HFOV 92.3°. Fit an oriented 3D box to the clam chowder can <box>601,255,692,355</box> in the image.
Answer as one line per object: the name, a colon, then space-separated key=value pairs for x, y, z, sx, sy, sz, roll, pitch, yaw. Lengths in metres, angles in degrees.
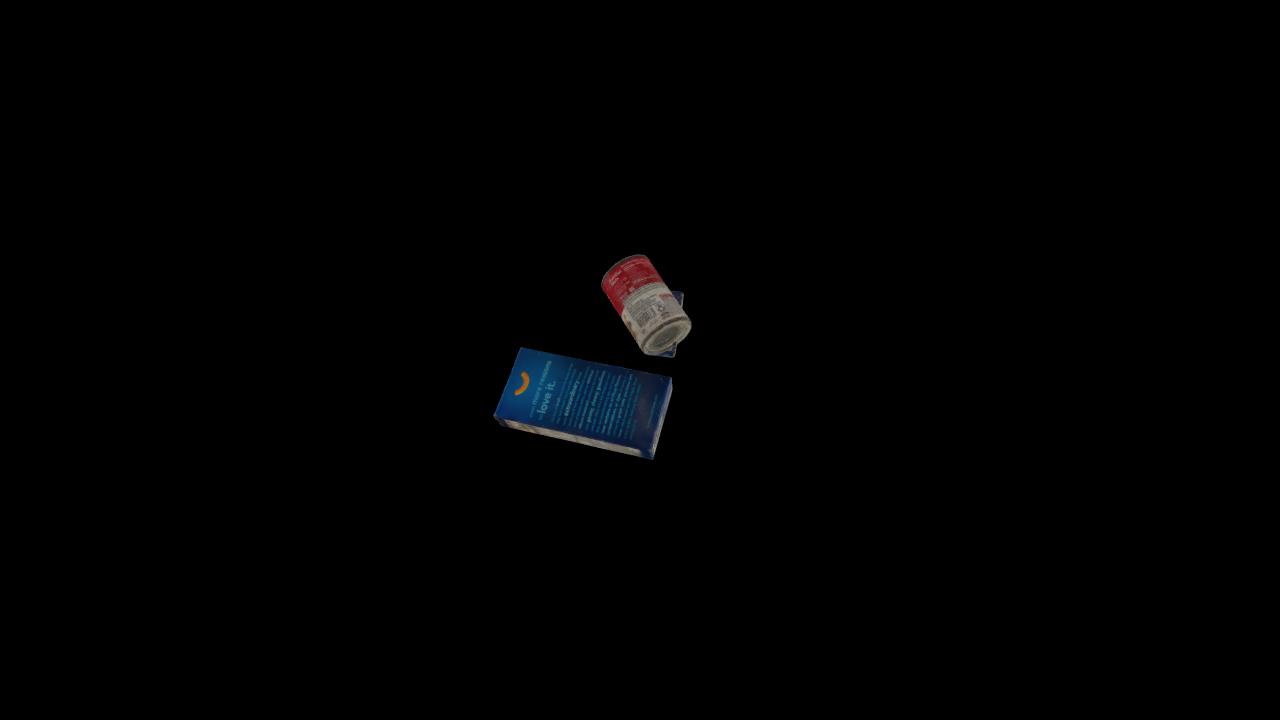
clam chowder can: x=0.008 y=-0.064 z=0.722 sx=0.068 sy=0.102 sz=0.068 roll=-27 pitch=-24 yaw=-13

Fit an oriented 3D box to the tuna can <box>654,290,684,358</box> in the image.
tuna can: x=0.033 y=-0.045 z=0.761 sx=0.034 sy=0.084 sz=0.084 roll=8 pitch=0 yaw=3

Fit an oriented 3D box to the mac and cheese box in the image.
mac and cheese box: x=-0.063 y=0.048 z=0.703 sx=0.184 sy=0.093 sz=0.041 roll=11 pitch=-24 yaw=11
